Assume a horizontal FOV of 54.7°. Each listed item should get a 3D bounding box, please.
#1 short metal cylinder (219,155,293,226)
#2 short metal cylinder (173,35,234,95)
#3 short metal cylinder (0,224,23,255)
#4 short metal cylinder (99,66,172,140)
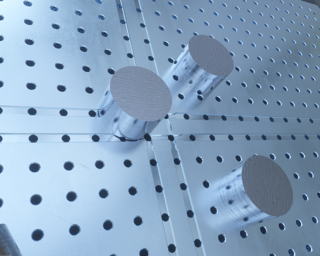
[{"bbox_3d":[0.126,0.083,0.409,0.081,0.050,0.080,14,56,-21],"label":"short metal cylinder"},{"bbox_3d":[0.068,-0.099,0.489,0.081,0.050,0.080,14,56,-21],"label":"short metal cylinder"},{"bbox_3d":[-0.142,0.115,0.226,0.081,0.080,0.050,-25,76,-37],"label":"short metal cylinder"},{"bbox_3d":[-0.032,-0.031,0.394,0.081,0.050,0.080,14,56,-21],"label":"short metal cylinder"}]
